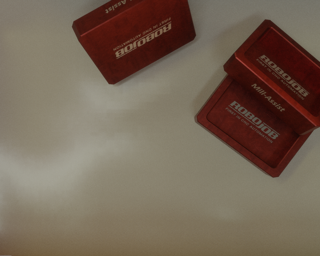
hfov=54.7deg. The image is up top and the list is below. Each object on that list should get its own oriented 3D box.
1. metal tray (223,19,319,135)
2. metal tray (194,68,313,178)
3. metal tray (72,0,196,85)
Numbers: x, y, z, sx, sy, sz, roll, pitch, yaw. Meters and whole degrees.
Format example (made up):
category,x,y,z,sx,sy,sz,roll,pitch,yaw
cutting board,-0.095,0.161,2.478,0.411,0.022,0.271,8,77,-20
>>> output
category,x,y,z,sx,sy,sz,roll,pitch,yaw
metal tray,0.155,-0.065,0.387,0.130,0.030,0.090,41,62,2
metal tray,0.123,-0.008,0.409,0.130,0.030,0.090,37,90,0
metal tray,-0.026,-0.118,0.377,0.130,0.090,0.030,-29,57,0
